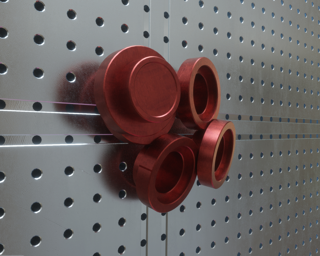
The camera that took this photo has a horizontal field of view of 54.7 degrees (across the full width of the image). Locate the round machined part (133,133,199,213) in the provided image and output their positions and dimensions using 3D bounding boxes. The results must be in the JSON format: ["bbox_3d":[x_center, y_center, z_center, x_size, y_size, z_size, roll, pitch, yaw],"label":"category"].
[{"bbox_3d":[0.004,0.053,0.392,0.099,0.042,0.097,-23,121,-44],"label":"round machined part"}]

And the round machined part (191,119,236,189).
[{"bbox_3d":[0.073,0.034,0.446,0.099,0.042,0.097,-32,127,-54],"label":"round machined part"}]

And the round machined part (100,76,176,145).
[{"bbox_3d":[-0.029,-0.029,0.374,0.099,0.042,0.097,0,90,-40],"label":"round machined part"}]

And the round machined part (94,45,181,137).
[{"bbox_3d":[-0.016,-0.039,0.331,0.099,0.042,0.097,0,90,-40],"label":"round machined part"}]

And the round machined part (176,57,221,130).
[{"bbox_3d":[0.045,-0.046,0.426,0.099,0.042,0.097,-3,94,-56],"label":"round machined part"}]
